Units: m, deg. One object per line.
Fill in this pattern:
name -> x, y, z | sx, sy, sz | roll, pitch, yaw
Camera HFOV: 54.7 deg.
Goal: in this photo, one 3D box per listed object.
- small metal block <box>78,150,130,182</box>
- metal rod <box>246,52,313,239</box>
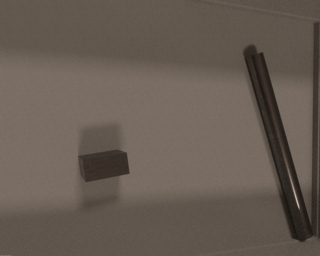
small metal block -> -0.069, 0.044, 0.373 | 0.050, 0.050, 0.025 | -8, 93, -20
metal rod -> 0.188, 0.031, 0.481 | 0.025, 0.025, 0.298 | -20, 97, -19
